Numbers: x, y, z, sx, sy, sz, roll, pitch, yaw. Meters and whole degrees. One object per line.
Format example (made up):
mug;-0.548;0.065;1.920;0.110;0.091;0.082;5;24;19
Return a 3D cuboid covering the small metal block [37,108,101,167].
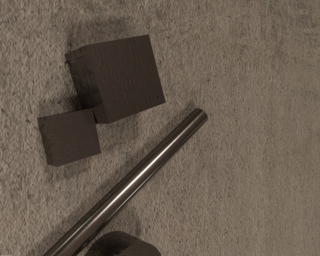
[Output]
small metal block;-0.095;0.009;0.327;0.050;0.025;0.050;-17;101;-39

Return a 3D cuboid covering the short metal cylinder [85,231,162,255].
short metal cylinder;-0.042;0.165;0.355;0.081;0.050;0.079;0;90;-40

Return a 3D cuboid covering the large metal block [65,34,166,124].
large metal block;-0.048;-0.055;0.349;0.081;0.050;0.080;-24;105;-38

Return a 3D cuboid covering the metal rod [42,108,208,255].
metal rod;-0.034;0.068;0.377;0.302;0.025;0.025;-43;116;-32
